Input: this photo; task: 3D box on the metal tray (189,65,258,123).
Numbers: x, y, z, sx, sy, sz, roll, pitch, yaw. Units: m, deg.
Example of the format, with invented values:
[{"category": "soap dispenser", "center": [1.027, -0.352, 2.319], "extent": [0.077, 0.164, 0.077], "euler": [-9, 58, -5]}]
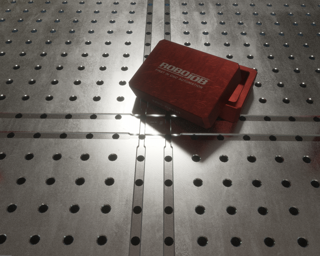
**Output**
[{"category": "metal tray", "center": [0.068, -0.068, 0.461], "extent": [0.130, 0.030, 0.090], "euler": [21, 53, 16]}]

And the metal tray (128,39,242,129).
[{"category": "metal tray", "center": [0.033, -0.065, 0.428], "extent": [0.130, 0.030, 0.090], "euler": [27, 74, 28]}]
